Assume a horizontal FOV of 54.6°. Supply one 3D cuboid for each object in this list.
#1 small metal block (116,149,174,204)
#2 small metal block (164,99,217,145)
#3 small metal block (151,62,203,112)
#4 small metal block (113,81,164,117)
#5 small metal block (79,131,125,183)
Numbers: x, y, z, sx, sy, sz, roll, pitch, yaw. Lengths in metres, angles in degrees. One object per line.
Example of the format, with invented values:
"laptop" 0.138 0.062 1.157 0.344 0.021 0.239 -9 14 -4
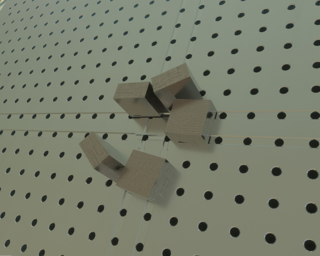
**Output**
"small metal block" -0.018 0.059 0.383 0.050 0.025 0.050 13 68 33
"small metal block" 0.039 -0.009 0.394 0.050 0.025 0.050 5 64 30
"small metal block" 0.023 -0.053 0.413 0.050 0.050 0.025 -22 54 15
"small metal block" -0.028 -0.039 0.432 0.050 0.050 0.025 1 62 28
"small metal block" -0.073 0.038 0.408 0.025 0.050 0.050 -42 51 0
